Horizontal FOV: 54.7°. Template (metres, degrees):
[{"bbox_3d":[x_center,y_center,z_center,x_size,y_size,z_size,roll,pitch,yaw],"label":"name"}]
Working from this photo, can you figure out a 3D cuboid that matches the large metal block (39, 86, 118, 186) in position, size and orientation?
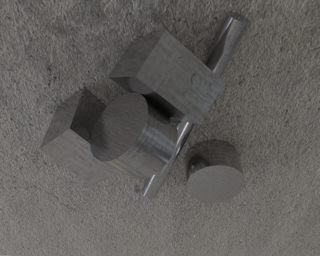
[{"bbox_3d":[-0.087,0.010,0.379,0.050,0.080,0.080,-31,124,24],"label":"large metal block"}]

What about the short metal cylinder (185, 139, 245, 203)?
[{"bbox_3d":[0.077,0.062,0.445,0.081,0.050,0.079,0,130,0],"label":"short metal cylinder"}]

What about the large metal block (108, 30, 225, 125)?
[{"bbox_3d":[0.004,-0.050,0.320,0.080,0.080,0.050,35,82,-26],"label":"large metal block"}]

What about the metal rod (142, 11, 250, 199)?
[{"bbox_3d":[0.031,-0.004,0.403,0.025,0.025,0.298,14,129,-12],"label":"metal rod"}]

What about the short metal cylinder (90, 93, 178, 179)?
[{"bbox_3d":[-0.028,0.009,0.334,0.080,0.080,0.050,-31,135,23],"label":"short metal cylinder"}]
